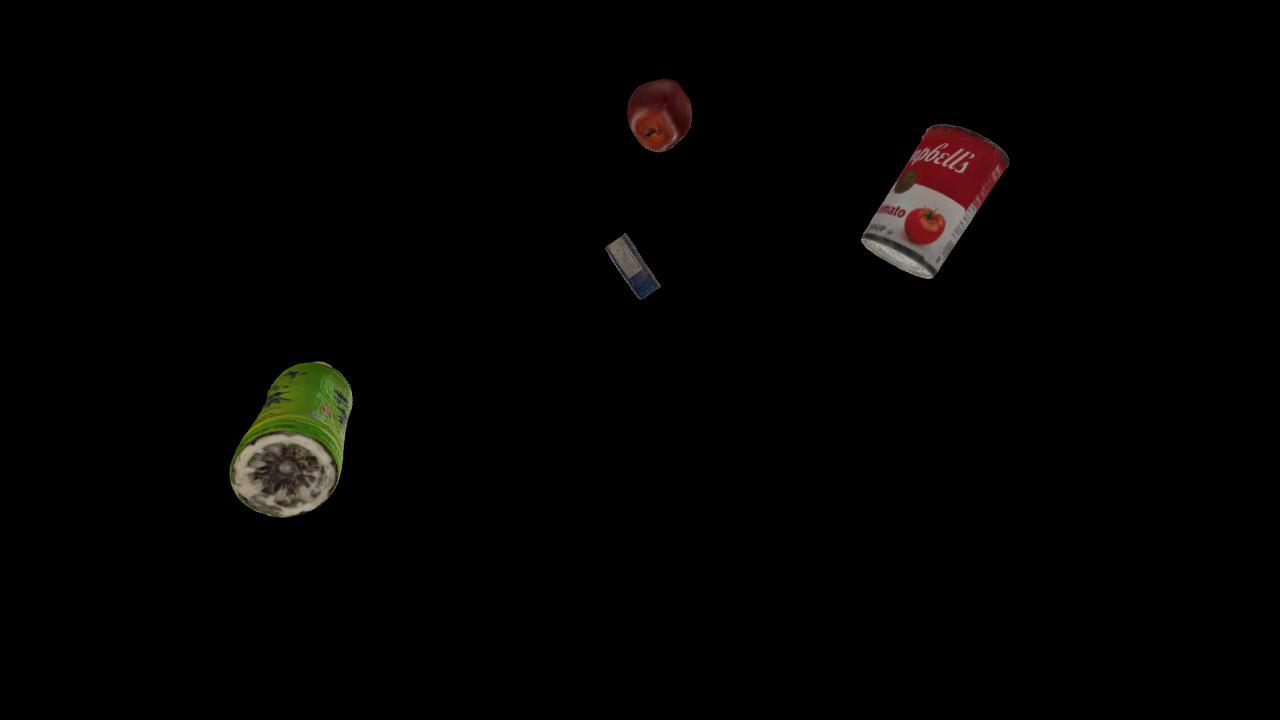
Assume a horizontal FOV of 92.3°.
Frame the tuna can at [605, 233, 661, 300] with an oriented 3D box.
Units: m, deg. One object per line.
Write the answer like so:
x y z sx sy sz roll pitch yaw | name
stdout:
-0.009 -0.120 0.795 0.034 0.084 0.084 -34 -3 5 | tuna can

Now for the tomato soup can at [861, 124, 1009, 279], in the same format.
0.232 -0.124 0.491 0.068 0.101 0.068 29 10 -6 | tomato soup can

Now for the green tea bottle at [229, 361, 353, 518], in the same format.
-0.282 0.049 0.516 0.073 0.073 0.212 0 17 -23 | green tea bottle

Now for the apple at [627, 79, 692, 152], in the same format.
0.023 -0.296 0.739 0.079 0.093 0.079 13 -34 9 | apple
